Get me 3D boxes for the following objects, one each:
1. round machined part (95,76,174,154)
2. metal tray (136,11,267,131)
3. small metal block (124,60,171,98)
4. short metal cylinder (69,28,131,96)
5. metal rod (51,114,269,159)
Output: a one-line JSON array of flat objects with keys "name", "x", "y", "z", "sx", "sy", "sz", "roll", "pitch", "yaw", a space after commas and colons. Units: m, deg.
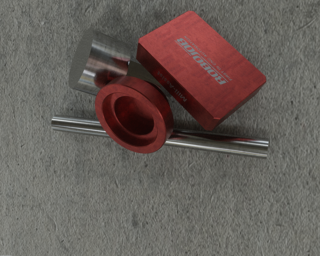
[{"name": "round machined part", "x": -0.027, "y": -0.020, "z": 0.378, "sx": 0.098, "sy": 0.042, "sz": 0.097, "roll": 18, "pitch": 133, "yaw": 21}, {"name": "metal tray", "x": 0.046, "y": -0.071, "z": 0.364, "sx": 0.090, "sy": 0.030, "sz": 0.130, "roll": -37, "pitch": 75, "yaw": -24}, {"name": "small metal block", "x": -0.011, "y": -0.062, "z": 0.399, "sx": 0.050, "sy": 0.050, "sz": 0.025, "roll": 25, "pitch": 99, "yaw": 18}, {"name": "short metal cylinder", "x": -0.080, "y": -0.082, "z": 0.404, "sx": 0.080, "sy": 0.050, "sz": 0.080, "roll": -33, "pitch": 48, "yaw": 48}, {"name": "metal rod", "x": -0.014, "y": 0.008, "z": 0.415, "sx": 0.301, "sy": 0.025, "sz": 0.025, "roll": 7, "pitch": 92, "yaw": 19}]
